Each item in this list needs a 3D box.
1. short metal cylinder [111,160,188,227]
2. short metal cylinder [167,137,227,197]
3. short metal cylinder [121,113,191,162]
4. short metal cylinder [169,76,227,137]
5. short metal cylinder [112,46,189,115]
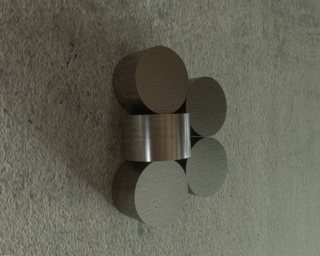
[{"bbox_3d":[-0.012,0.075,0.380,0.081,0.050,0.080,-1,91,-39],"label":"short metal cylinder"},{"bbox_3d":[0.048,0.052,0.429,0.081,0.050,0.079,-1,91,-39],"label":"short metal cylinder"},{"bbox_3d":[-0.004,0.009,0.367,0.081,0.080,0.050,-4,93,-40],"label":"short metal cylinder"},{"bbox_3d":[0.047,-0.028,0.428,0.081,0.050,0.079,-1,91,-40],"label":"short metal cylinder"},{"bbox_3d":[-0.011,-0.056,0.380,0.081,0.050,0.080,-1,91,-39],"label":"short metal cylinder"}]
